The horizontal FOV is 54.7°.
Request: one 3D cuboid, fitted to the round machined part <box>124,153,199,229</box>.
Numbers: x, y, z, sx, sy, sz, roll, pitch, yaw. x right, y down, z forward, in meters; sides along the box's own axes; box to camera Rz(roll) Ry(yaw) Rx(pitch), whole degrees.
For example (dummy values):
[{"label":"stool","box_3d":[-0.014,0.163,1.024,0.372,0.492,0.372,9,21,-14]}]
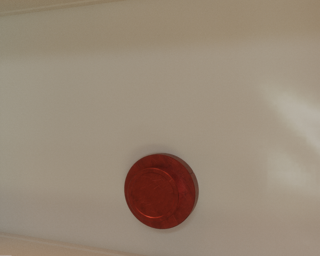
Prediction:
[{"label":"round machined part","box_3d":[-0.002,0.083,0.402,0.098,0.042,0.097,0,90,19]}]
